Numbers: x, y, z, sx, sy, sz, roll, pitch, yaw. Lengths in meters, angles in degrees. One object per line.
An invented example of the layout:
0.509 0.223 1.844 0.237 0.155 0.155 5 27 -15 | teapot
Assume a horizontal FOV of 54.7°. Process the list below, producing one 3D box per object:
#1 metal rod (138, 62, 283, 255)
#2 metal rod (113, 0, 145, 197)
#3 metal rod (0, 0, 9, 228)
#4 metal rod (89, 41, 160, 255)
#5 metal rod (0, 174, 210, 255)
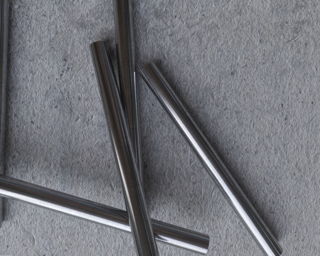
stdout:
0.067 0.043 0.410 0.025 0.025 0.299 -35 90 0 | metal rod
-0.040 -0.023 0.409 0.025 0.025 0.298 -4 90 0 | metal rod
-0.217 -0.018 0.408 0.025 0.025 0.298 2 90 0 | metal rod
-0.044 0.032 0.377 0.025 0.025 0.299 -15 77 0 | metal rod
-0.087 0.103 0.383 0.302 0.025 0.025 17 90 0 | metal rod
